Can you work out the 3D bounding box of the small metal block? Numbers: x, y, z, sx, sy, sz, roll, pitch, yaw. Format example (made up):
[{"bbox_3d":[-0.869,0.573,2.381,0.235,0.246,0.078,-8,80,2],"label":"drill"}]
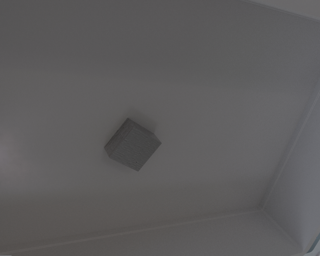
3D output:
[{"bbox_3d":[-0.035,0.022,0.403,0.050,0.025,0.050,33,100,-38],"label":"small metal block"}]
